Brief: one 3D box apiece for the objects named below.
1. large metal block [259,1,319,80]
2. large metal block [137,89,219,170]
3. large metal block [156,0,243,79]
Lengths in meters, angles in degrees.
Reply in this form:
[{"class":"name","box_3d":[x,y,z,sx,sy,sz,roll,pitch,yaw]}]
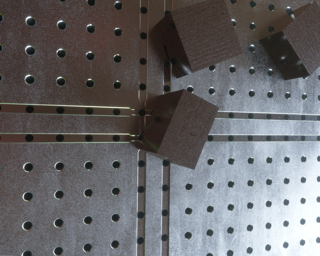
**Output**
[{"class":"large metal block","box_3d":[0.217,-0.133,0.482,0.080,0.050,0.080,-42,104,-15]},{"class":"large metal block","box_3d":[0.020,0.002,0.392,0.050,0.080,0.080,26,82,-19]},{"class":"large metal block","box_3d":[0.053,-0.122,0.420,0.081,0.050,0.080,-24,98,-19]}]
